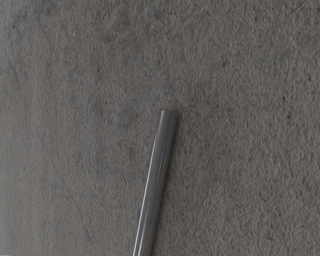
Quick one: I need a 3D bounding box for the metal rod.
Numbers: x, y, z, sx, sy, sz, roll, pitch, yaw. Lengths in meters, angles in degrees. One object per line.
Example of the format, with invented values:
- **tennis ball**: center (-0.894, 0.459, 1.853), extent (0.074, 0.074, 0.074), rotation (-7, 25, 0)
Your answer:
- **metal rod**: center (-0.016, 0.123, 0.417), extent (0.025, 0.025, 0.298), rotation (18, 101, 38)
